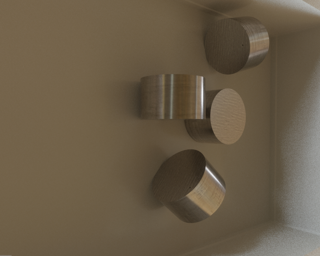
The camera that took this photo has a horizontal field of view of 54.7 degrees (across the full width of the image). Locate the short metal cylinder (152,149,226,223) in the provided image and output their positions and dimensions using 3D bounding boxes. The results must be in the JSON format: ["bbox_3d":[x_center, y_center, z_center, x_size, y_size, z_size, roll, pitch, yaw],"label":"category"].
[{"bbox_3d":[0.037,0.074,0.402,0.050,0.080,0.080,49,61,-29],"label":"short metal cylinder"}]

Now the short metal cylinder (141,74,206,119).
[{"bbox_3d":[0.016,-0.035,0.384,0.081,0.080,0.050,-1,91,-40],"label":"short metal cylinder"}]

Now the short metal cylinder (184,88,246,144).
[{"bbox_3d":[0.082,-0.017,0.459,0.081,0.050,0.080,0,90,-40],"label":"short metal cylinder"}]

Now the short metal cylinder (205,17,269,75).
[{"bbox_3d":[0.115,-0.125,0.466,0.050,0.080,0.080,-21,104,-38],"label":"short metal cylinder"}]
